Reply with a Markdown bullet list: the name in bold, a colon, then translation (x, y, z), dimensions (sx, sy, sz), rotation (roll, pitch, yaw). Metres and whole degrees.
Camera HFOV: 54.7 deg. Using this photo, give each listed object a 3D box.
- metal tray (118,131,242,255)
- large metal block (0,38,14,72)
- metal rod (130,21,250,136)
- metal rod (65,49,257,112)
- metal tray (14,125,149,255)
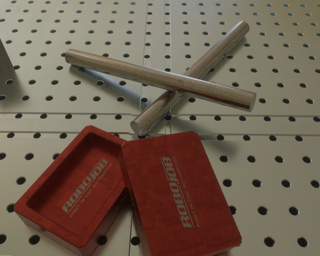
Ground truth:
- **metal tray**: translation (0.016, 0.070, 0.322), dimensions (0.091, 0.030, 0.130), rotation (-8, 60, -20)
- **large metal block**: translation (-0.282, -0.137, 0.483), dimensions (0.050, 0.080, 0.080), rotation (-30, 56, -23)
- **metal rod**: translation (0.061, -0.091, 0.484), dimensions (0.025, 0.025, 0.301), rotation (30, 56, 22)
- **metal rod**: translation (-0.016, -0.074, 0.442), dimensions (0.301, 0.025, 0.025), rotation (18, 52, 25)
- **metal tray**: translation (-0.081, 0.063, 0.349), dimensions (0.090, 0.030, 0.130), rotation (23, 53, 17)
